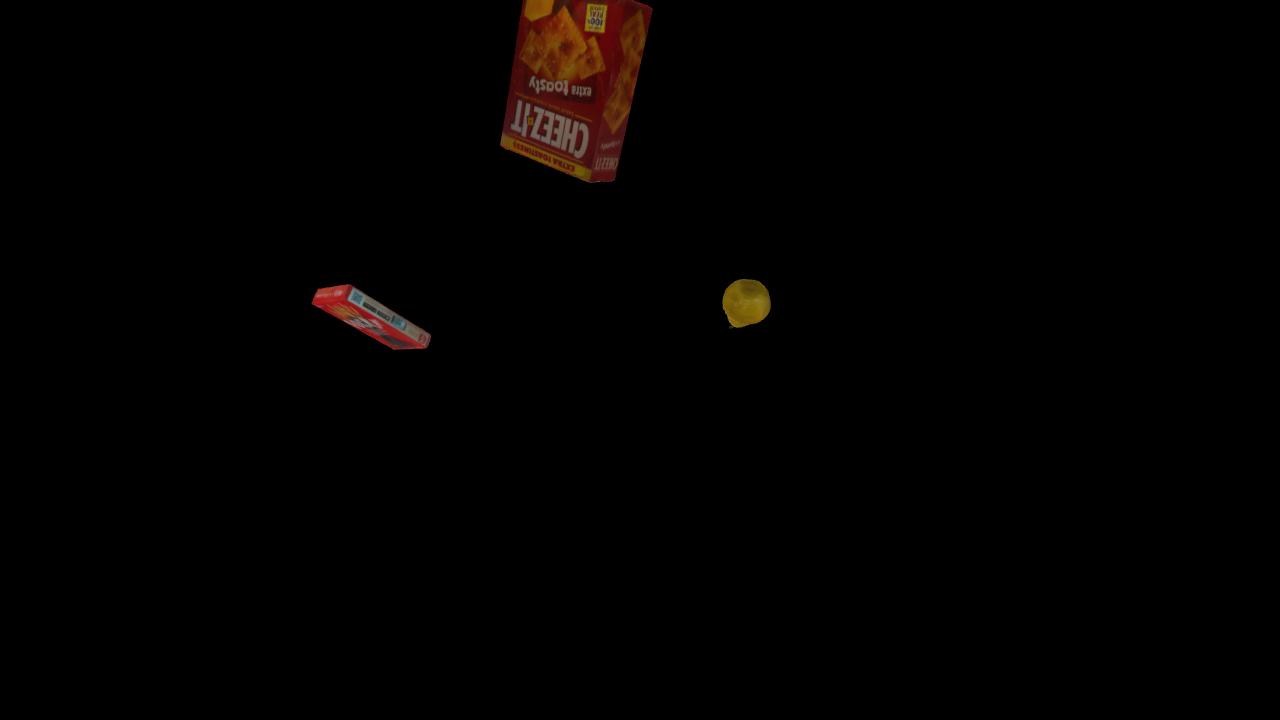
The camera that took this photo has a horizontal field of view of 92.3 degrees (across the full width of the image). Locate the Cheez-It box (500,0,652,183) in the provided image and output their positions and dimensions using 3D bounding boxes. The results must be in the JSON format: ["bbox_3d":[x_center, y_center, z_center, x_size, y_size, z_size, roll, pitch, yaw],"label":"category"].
[{"bbox_3d":[-0.091,-0.370,0.819,0.166,0.223,0.071,29,30,23],"label":"Cheez-It box"}]

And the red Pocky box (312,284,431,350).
[{"bbox_3d":[-0.400,-0.060,0.924,0.083,0.028,0.155,-1,-26,33],"label":"red Pocky box"}]

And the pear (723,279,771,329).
[{"bbox_3d":[0.176,-0.081,1.036,0.080,0.080,0.111,0,-37,1],"label":"pear"}]
